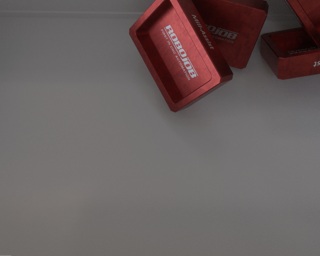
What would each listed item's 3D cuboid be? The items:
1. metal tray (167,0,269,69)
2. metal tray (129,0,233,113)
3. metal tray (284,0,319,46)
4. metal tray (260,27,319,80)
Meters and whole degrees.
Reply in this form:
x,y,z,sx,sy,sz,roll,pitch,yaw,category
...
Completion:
x,y,z,sx,sy,sz,roll,pitch,yaw,category
0.069,-0.141,0.424,0.131,0.089,0.030,18,49,6,metal tray
0.023,-0.096,0.396,0.030,0.090,0.130,-24,84,-46,metal tray
0.202,-0.177,0.380,0.090,0.130,0.030,-37,29,25,metal tray
0.211,-0.107,0.413,0.131,0.030,0.090,-9,35,5,metal tray
